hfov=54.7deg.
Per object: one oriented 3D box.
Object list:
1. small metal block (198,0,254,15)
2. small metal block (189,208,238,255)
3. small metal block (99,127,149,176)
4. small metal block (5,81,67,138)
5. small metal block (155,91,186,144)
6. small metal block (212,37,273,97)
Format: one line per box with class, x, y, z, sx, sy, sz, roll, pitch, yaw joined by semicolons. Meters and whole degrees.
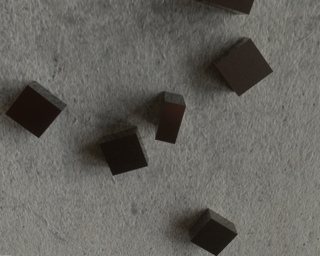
small metal block;0.073;-0.146;0.344;0.050;0.050;0.025;15;109;-6
small metal block;0.080;0.158;0.469;0.050;0.025;0.050;33;106;-12
small metal block;-0.047;0.031;0.421;0.050;0.025;0.050;-16;110;5
small metal block;-0.158;-0.024;0.399;0.050;0.025;0.050;40;105;-14
small metal block;0.012;-0.014;0.391;0.025;0.050;0.050;13;110;-5
small metal block;0.101;-0.076;0.383;0.050;0.025;0.050;-37;106;12
